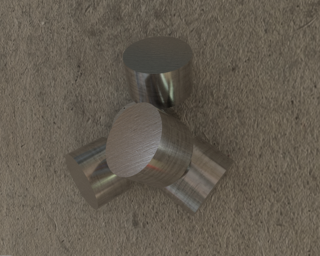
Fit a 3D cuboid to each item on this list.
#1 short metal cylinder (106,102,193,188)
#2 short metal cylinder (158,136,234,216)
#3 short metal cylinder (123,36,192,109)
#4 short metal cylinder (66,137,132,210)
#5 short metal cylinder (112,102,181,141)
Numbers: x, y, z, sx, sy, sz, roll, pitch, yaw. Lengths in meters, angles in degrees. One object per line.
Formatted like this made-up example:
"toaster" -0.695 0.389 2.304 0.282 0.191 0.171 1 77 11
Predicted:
"short metal cylinder" -0.012 0.019 0.330 0.080 0.050 0.080 -21 56 36
"short metal cylinder" 0.043 0.056 0.366 0.050 0.080 0.080 36 102 16
"short metal cylinder" -0.001 -0.068 0.375 0.080 0.080 0.050 15 138 19
"short metal cylinder" -0.080 0.058 0.403 0.080 0.050 0.079 38 144 36
"short metal cylinder" -0.015 0.006 0.402 0.080 0.050 0.080 0 89 19
